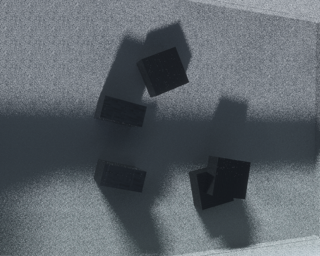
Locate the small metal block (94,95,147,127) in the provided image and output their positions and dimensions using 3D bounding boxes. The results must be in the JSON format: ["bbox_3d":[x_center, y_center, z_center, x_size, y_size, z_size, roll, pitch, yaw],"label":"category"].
[{"bbox_3d":[-0.050,-0.019,0.379,0.050,0.050,0.025,14,86,-20],"label":"small metal block"}]

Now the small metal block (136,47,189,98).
[{"bbox_3d":[0.004,-0.074,0.412,0.050,0.025,0.050,-25,99,-18],"label":"small metal block"}]

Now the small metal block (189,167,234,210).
[{"bbox_3d":[0.072,0.082,0.437,0.050,0.025,0.050,-11,94,-20],"label":"small metal block"}]

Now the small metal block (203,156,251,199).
[{"bbox_3d":[0.090,0.066,0.417,0.050,0.025,0.050,11,86,-20],"label":"small metal block"}]

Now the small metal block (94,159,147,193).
[{"bbox_3d":[-0.050,0.058,0.379,0.050,0.050,0.025,14,86,-20],"label":"small metal block"}]
